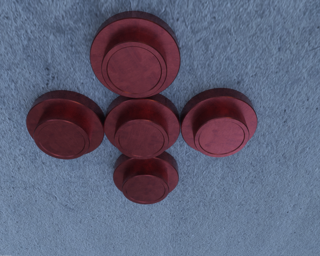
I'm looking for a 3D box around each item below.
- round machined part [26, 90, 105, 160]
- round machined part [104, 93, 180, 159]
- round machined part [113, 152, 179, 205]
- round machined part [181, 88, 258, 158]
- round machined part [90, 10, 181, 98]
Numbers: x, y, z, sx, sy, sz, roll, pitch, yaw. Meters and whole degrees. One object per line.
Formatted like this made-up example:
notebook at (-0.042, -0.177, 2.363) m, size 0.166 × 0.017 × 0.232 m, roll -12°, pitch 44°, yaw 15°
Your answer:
round machined part at (-0.122, 0.003, 0.398) m, size 0.099 × 0.042 × 0.097 m, roll -1°, pitch 130°, yaw 0°
round machined part at (-0.023, 0.003, 0.400) m, size 0.099 × 0.042 × 0.097 m, roll -1°, pitch 130°, yaw 0°
round machined part at (-0.021, 0.078, 0.463) m, size 0.099 × 0.042 × 0.097 m, roll -1°, pitch 130°, yaw 0°
round machined part at (0.076, 0.000, 0.399) m, size 0.099 × 0.042 × 0.097 m, roll -1°, pitch 130°, yaw 0°
round machined part at (-0.027, -0.072, 0.336) m, size 0.099 × 0.042 × 0.097 m, roll -1°, pitch 130°, yaw 0°
